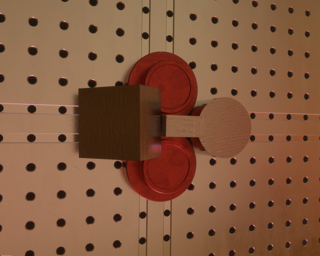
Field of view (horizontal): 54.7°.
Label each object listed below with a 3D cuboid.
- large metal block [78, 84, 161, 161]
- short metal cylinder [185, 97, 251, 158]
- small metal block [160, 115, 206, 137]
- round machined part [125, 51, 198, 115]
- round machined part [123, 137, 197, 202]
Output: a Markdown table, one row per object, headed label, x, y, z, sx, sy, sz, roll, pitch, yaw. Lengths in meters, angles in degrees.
| label | x | y | z | sx | sy | sz | roll | pitch | yaw |
| --- | --- | --- | --- | --- | --- | --- | --- | --- | --- |
| large metal block | -0.046 | -0.006 | 0.360 | 0.050 | 0.080 | 0.080 | -1 | 91 | -65 |
| short metal cylinder | 0.077 | -0.001 | 0.426 | 0.081 | 0.050 | 0.080 | 0 | 90 | -20 |
| small metal block | 0.022 | -0.002 | 0.384 | 0.050 | 0.050 | 0.025 | 1 | 90 | -20 |
| round machined part | 0.006 | -0.052 | 0.406 | 0.099 | 0.042 | 0.097 | 0 | 90 | -20 |
| round machined part | 0.004 | 0.048 | 0.405 | 0.099 | 0.042 | 0.097 | 0 | 90 | -20 |
